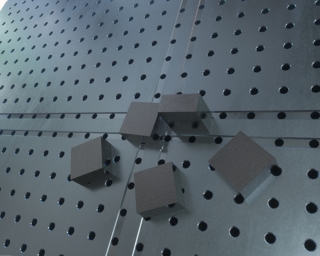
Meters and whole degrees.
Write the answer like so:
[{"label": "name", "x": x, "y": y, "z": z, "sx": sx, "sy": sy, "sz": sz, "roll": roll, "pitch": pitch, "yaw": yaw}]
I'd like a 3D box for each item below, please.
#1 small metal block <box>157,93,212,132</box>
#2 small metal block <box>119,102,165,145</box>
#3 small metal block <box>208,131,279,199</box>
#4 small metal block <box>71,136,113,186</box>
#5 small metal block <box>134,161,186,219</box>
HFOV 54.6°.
[{"label": "small metal block", "x": 0.032, "y": -0.018, "z": 0.387, "sx": 0.050, "sy": 0.050, "sz": 0.025, "roll": 1, "pitch": 62, "yaw": 29}, {"label": "small metal block", "x": -0.021, "y": -0.008, "z": 0.425, "sx": 0.050, "sy": 0.025, "sz": 0.050, "roll": 5, "pitch": 64, "yaw": 30}, {"label": "small metal block", "x": 0.090, "y": 0.040, "z": 0.337, "sx": 0.050, "sy": 0.025, "sz": 0.050, "roll": -43, "pitch": 51, "yaw": -2}, {"label": "small metal block", "x": -0.095, "y": 0.046, "z": 0.432, "sx": 0.050, "sy": 0.025, "sz": 0.050, "roll": -21, "pitch": 54, "yaw": 15}, {"label": "small metal block", "x": -0.001, "y": 0.073, "z": 0.365, "sx": 0.050, "sy": 0.025, "sz": 0.050, "roll": -19, "pitch": 54, "yaw": 17}]
